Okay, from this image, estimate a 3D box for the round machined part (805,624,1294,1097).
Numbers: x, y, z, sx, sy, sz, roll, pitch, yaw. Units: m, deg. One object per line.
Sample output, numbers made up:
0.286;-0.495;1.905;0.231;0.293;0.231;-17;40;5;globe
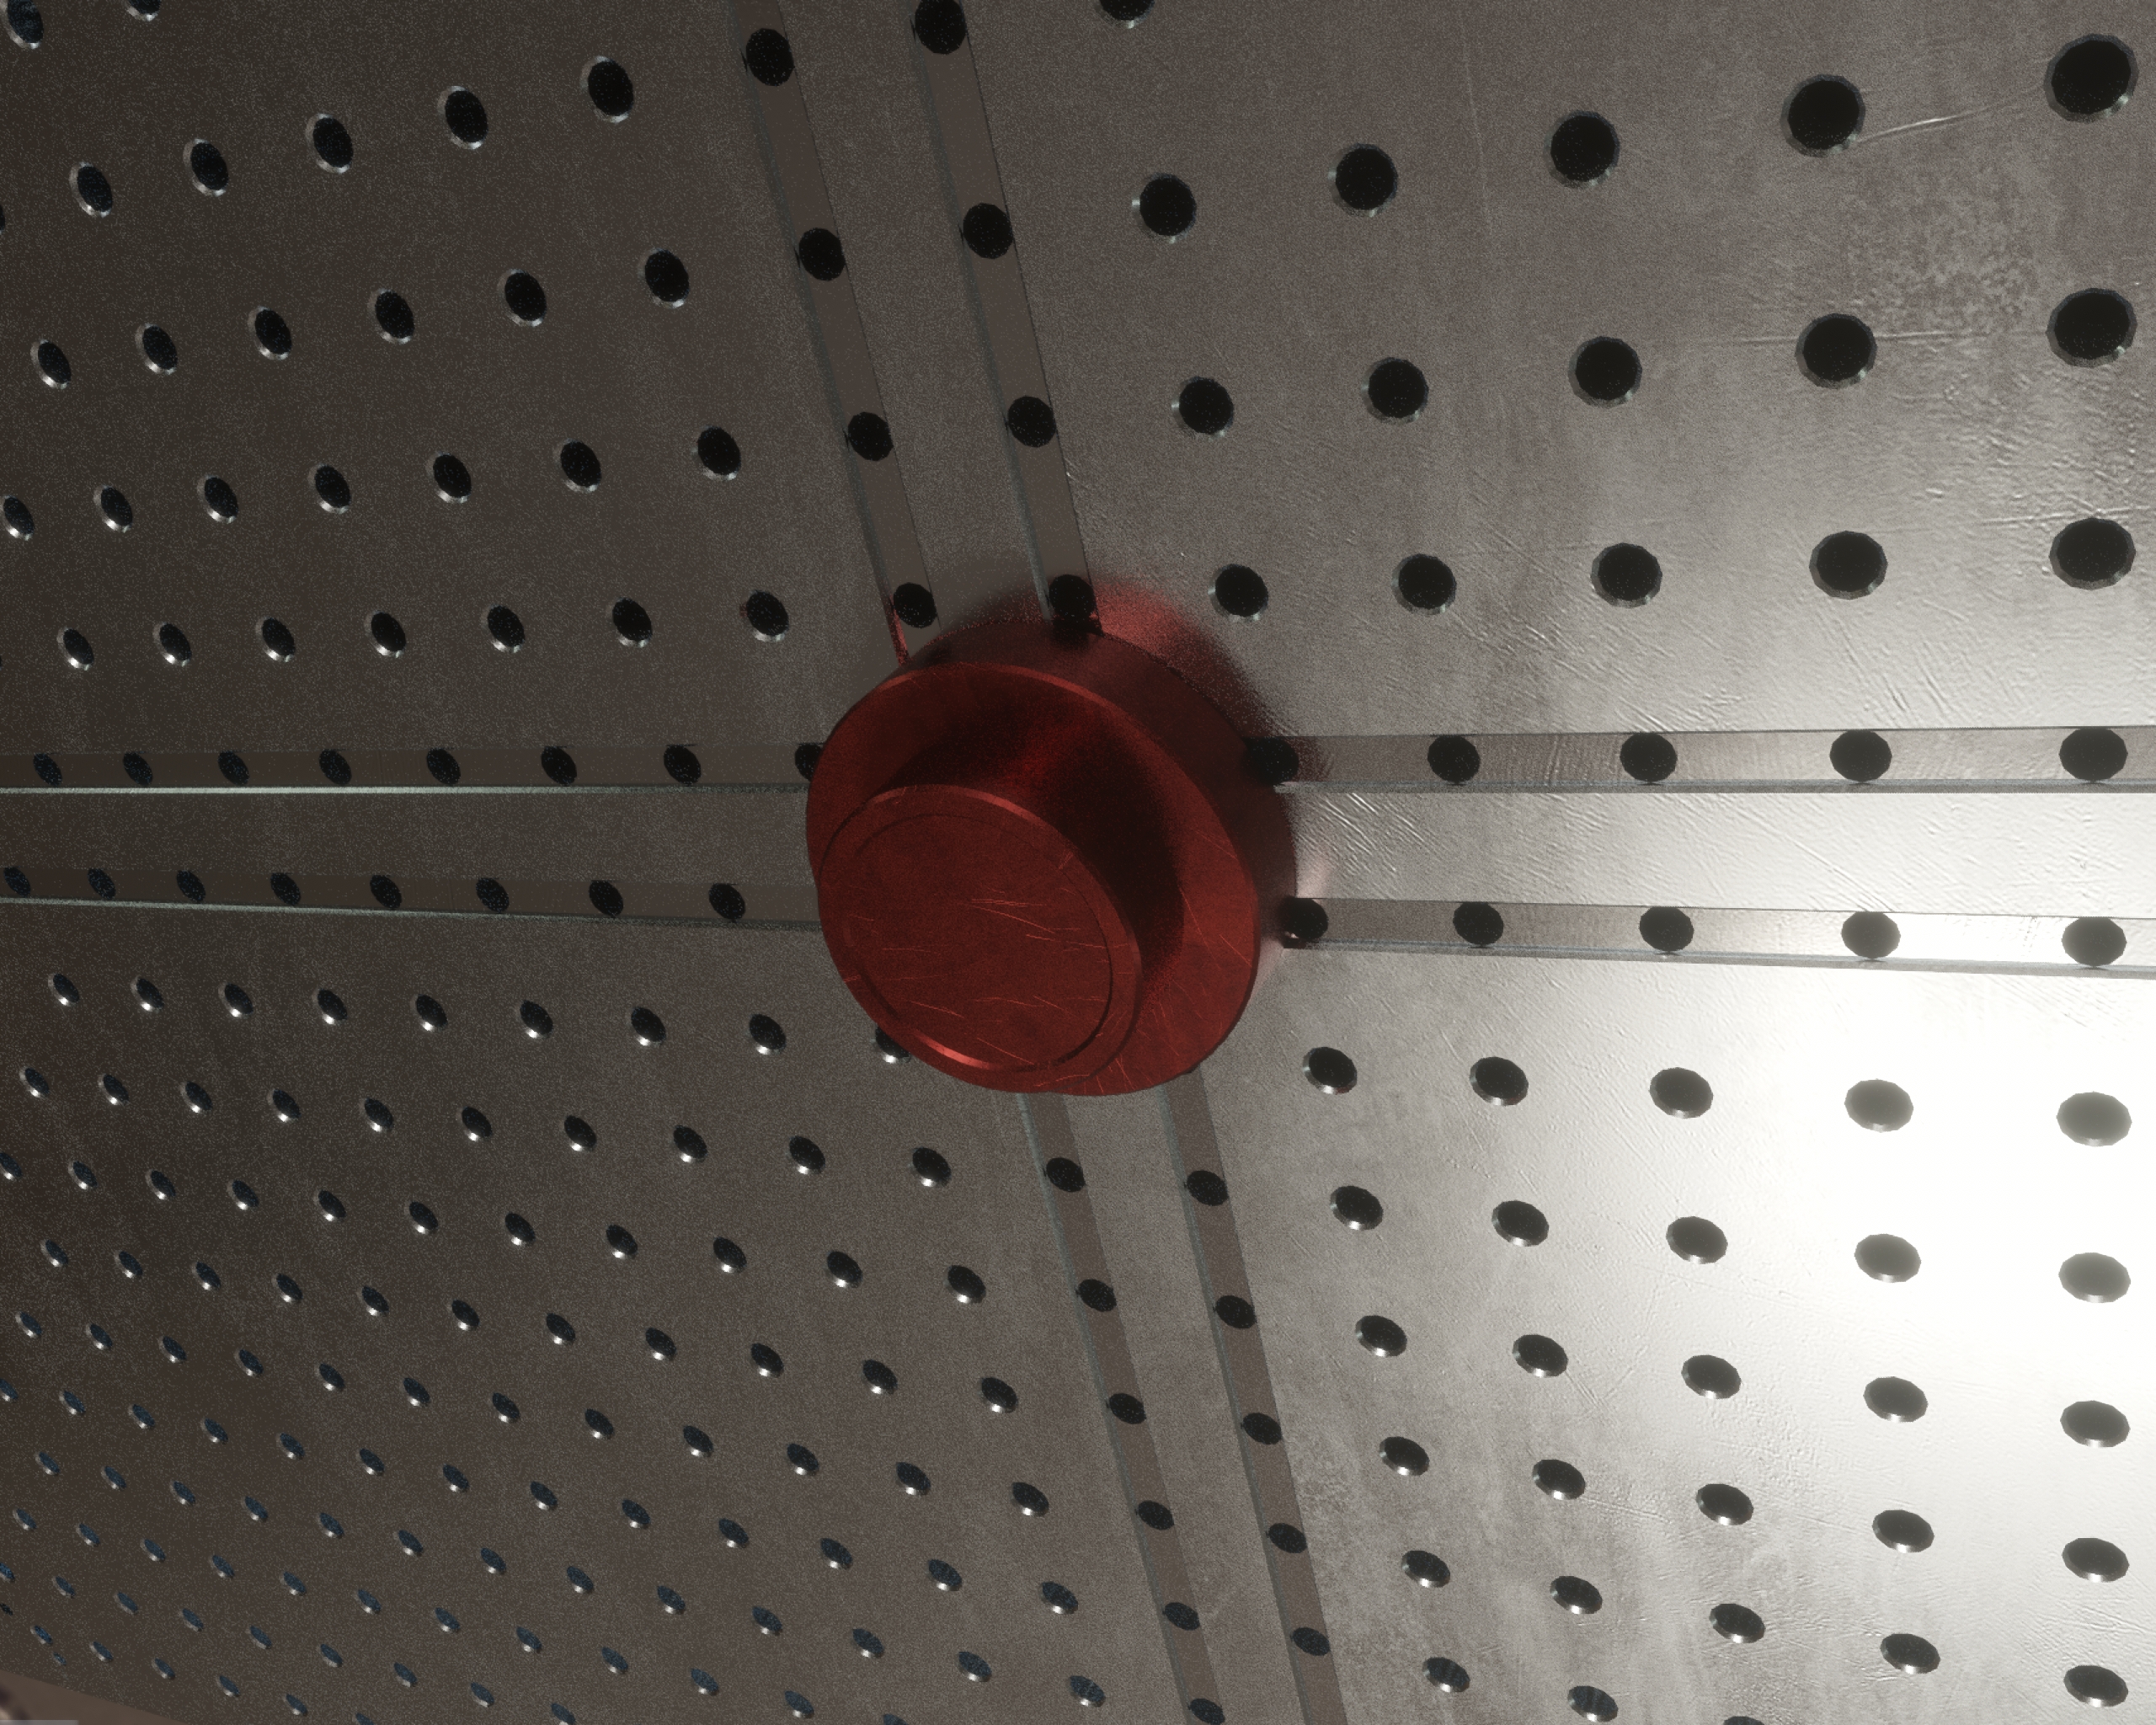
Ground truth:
-0.011;0.006;0.408;0.098;0.042;0.097;13;124;20;round machined part
